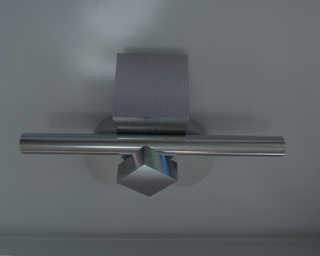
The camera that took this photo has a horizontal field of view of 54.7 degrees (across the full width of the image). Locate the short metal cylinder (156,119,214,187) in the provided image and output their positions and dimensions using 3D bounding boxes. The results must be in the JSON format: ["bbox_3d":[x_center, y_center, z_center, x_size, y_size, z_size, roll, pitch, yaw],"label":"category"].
[{"bbox_3d":[0.027,0.030,0.408,0.081,0.050,0.079,0,110,-1],"label":"short metal cylinder"}]

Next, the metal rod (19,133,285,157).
[{"bbox_3d":[-0.008,0.020,0.364,0.302,0.025,0.025,1,110,-1],"label":"metal rod"}]

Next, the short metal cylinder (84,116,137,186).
[{"bbox_3d":[-0.054,0.029,0.407,0.081,0.050,0.079,0,110,-1],"label":"short metal cylinder"}]

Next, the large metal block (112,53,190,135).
[{"bbox_3d":[-0.009,-0.038,0.360,0.081,0.050,0.080,1,67,-1],"label":"large metal block"}]

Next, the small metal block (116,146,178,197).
[{"bbox_3d":[-0.015,0.053,0.364,0.050,0.025,0.050,30,130,-30],"label":"small metal block"}]
